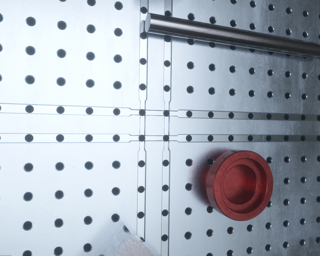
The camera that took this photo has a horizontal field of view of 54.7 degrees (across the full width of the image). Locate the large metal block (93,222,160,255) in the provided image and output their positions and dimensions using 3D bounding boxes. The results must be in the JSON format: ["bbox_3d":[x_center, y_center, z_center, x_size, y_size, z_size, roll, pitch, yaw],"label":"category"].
[{"bbox_3d":[-0.041,0.181,0.386,0.080,0.050,0.080,46,75,-15],"label":"large metal block"}]

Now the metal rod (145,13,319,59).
[{"bbox_3d":[0.125,-0.133,0.460,0.303,0.025,0.025,2,89,-21],"label":"metal rod"}]

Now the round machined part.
[{"bbox_3d":[0.109,0.079,0.446,0.099,0.042,0.097,0,90,-21],"label":"round machined part"}]
